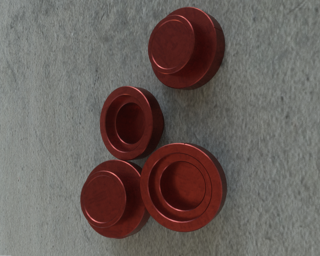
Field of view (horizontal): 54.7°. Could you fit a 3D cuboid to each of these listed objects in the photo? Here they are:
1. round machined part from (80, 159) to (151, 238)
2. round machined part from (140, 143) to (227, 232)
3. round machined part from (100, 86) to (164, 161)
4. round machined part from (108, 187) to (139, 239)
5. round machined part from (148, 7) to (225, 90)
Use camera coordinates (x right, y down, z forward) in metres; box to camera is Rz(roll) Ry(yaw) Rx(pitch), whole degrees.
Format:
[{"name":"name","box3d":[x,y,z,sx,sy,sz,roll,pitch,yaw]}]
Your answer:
[{"name":"round machined part","box3d":[-0.061,0.088,0.391,0.098,0.042,0.097,-5,79,26]},{"name":"round machined part","box3d":[0.029,0.066,0.359,0.098,0.042,0.097,-1,88,26]},{"name":"round machined part","box3d":[-0.033,-0.006,0.419,0.098,0.042,0.097,0,90,39]},{"name":"round machined part","box3d":[-0.068,0.111,0.447,0.098,0.042,0.097,0,90,39]},{"name":"round machined part","box3d":[0.024,-0.096,0.372,0.098,0.042,0.097,0,90,39]}]
